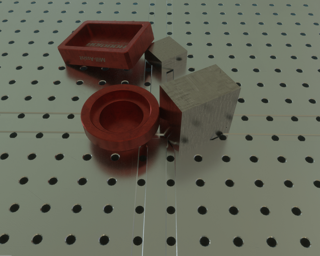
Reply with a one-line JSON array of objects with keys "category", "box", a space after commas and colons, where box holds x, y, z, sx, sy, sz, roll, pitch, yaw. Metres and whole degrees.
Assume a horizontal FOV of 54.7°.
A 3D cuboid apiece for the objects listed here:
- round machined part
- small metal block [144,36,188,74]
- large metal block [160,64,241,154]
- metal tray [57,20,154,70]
[{"category": "round machined part", "box": [-0.049, -0.009, 0.403, 0.099, 0.042, 0.098, 0, 50, 0]}, {"category": "small metal block", "box": [0.009, -0.121, 0.509, 0.050, 0.025, 0.050, -28, 56, -22]}, {"category": "large metal block", "box": [0.047, -0.023, 0.392, 0.081, 0.080, 0.050, -23, 54, -18]}, {"category": "metal tray", "box": [-0.086, -0.138, 0.501, 0.130, 0.030, 0.090, 10, 50, 23]}]
